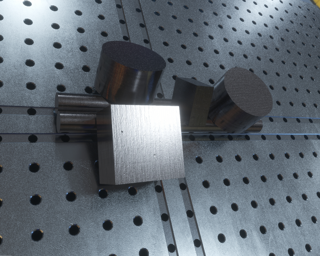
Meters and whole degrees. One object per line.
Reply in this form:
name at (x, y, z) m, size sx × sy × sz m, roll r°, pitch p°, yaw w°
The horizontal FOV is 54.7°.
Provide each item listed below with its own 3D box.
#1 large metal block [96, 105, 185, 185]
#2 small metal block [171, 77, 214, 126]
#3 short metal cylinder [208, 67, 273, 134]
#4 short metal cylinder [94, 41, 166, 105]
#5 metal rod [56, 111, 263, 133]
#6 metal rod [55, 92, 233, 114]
large metal block at (-0.023, 0.019, 0.346) m, size 0.081 × 0.050 × 0.080 m, roll -1°, pitch 82°, yaw -29°
small metal block at (0.039, -0.034, 0.393) m, size 0.025 × 0.050 × 0.050 m, roll 1°, pitch 19°, yaw -28°
short metal cylinder at (0.110, -0.039, 0.439) m, size 0.081 × 0.050 × 0.080 m, roll 14°, pitch 56°, yaw -21°
short metal cylinder at (-0.038, -0.069, 0.391) m, size 0.081 × 0.050 × 0.080 m, roll 15°, pitch 33°, yaw -9°
metal rod at (0.020, -0.006, 0.418) m, size 0.303 × 0.025 × 0.025 m, roll 0°, pitch 62°, yaw -28°
metal rod at (0.014, -0.028, 0.428) m, size 0.303 × 0.025 × 0.025 m, roll 0°, pitch 62°, yaw -28°
